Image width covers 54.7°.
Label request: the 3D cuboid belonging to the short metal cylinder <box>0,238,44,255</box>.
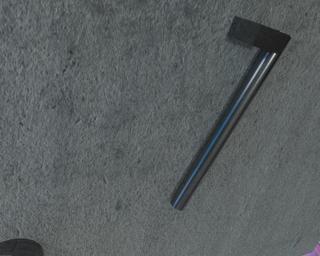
[{"bbox_3d":[-0.192,0.193,0.405,0.081,0.050,0.079,-14,124,-21],"label":"short metal cylinder"}]

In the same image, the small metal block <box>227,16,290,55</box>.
[{"bbox_3d":[0.122,-0.115,0.386,0.050,0.050,0.025,6,115,-31],"label":"small metal block"}]

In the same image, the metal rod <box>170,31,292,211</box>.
[{"bbox_3d":[0.097,-0.001,0.458,0.025,0.025,0.298,17,109,-35],"label":"metal rod"}]
